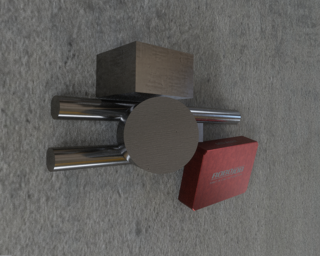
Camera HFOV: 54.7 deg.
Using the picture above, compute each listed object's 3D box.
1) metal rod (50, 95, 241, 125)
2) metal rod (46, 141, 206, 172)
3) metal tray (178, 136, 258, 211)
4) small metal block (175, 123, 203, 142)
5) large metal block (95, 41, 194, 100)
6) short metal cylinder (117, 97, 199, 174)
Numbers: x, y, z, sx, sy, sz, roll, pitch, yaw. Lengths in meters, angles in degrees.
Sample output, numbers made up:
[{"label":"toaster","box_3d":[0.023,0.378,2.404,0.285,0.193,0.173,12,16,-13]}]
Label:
[{"label":"metal rod","box_3d":[0.008,-0.019,0.415,0.302,0.025,0.025,1,90,-40]},{"label":"metal rod","box_3d":[0.004,0.032,0.412,0.302,0.025,0.025,0,90,-40]},{"label":"metal tray","box_3d":[0.090,0.063,0.463,0.131,0.030,0.089,-5,111,-41]},{"label":"small metal block","box_3d":[0.021,0.005,0.409,0.050,0.050,0.025,1,90,-40]},{"label":"large metal block","box_3d":[-0.019,-0.060,0.357,0.081,0.080,0.050,1,90,-40]},{"label":"short metal cylinder","box_3d":[-0.004,0.008,0.342,0.081,0.050,0.080,0,88,-16]}]
